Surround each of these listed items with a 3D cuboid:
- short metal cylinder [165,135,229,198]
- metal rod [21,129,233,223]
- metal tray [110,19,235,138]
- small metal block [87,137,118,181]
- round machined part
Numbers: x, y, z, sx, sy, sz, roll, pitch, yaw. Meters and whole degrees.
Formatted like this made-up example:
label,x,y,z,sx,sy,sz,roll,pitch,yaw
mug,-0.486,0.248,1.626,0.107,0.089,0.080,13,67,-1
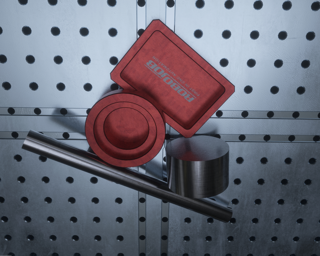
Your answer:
label,x,y,z,sx,sy,sz,roll,pitch,yaw
short metal cylinder,0.048,0.047,0.401,0.081,0.080,0.050,-4,110,1
metal rod,-0.030,0.072,0.418,0.302,0.025,0.025,24,108,-18
metal tray,0.016,-0.060,0.388,0.130,0.030,0.090,38,105,-13
small metal block,-0.076,0.040,0.427,0.050,0.025,0.050,27,108,-10
round machined part,-0.041,-0.002,0.394,0.099,0.042,0.097,0,110,1
